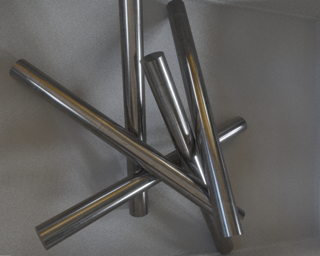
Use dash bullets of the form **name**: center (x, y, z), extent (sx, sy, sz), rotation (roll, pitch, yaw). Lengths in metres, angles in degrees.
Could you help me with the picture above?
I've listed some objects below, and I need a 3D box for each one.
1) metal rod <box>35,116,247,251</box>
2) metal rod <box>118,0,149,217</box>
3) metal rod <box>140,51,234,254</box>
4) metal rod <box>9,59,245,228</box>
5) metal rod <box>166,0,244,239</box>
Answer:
- **metal rod**: center (0.002, 0.050, 0.375), extent (0.302, 0.025, 0.025), rotation (-26, 99, -32)
- **metal rod**: center (-0.029, -0.033, 0.357), extent (0.025, 0.025, 0.298), rotation (-7, 109, -20)
- **metal rod**: center (0.043, 0.051, 0.374), extent (0.025, 0.025, 0.299), rotation (-33, 121, -17)
- **metal rod**: center (-0.037, 0.017, 0.347), extent (0.301, 0.025, 0.025), rotation (34, 78, 2)
- **metal rod**: center (0.046, -0.029, 0.363), extent (0.025, 0.025, 0.299), rotation (-2, 66, -20)
